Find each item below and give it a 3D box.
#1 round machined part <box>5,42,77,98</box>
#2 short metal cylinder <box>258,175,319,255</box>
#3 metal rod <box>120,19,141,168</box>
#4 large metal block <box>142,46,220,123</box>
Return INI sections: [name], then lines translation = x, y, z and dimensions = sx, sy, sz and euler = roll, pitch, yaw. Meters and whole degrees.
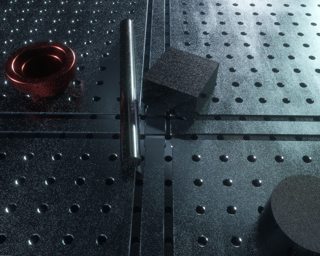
[round machined part]
translation = -0.174, -0.084, 0.465
dimensions = 0.099, 0.042, 0.098
euler = 0, 50, 0
[short metal cylinder]
translation = 0.147, 0.095, 0.314
dimensions = 0.081, 0.050, 0.080
euler = 0, 50, 0
[metal rod]
translation = -0.048, -0.073, 0.468
dimensions = 0.025, 0.025, 0.300
euler = -4, 50, -3
[large metal block]
translation = 0.030, -0.064, 0.446
dimensions = 0.080, 0.050, 0.080
euler = 22, 53, 17
